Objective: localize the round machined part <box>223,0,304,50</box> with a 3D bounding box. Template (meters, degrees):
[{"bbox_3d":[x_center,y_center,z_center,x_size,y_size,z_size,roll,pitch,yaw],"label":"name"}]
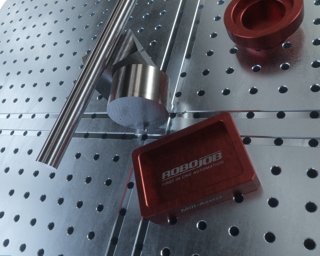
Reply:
[{"bbox_3d":[0.138,-0.143,0.413,0.098,0.042,0.098,-13,56,21],"label":"round machined part"}]

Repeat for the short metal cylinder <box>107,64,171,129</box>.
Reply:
[{"bbox_3d":[-0.026,-0.039,0.411,0.080,0.080,0.050,-9,58,23],"label":"short metal cylinder"}]

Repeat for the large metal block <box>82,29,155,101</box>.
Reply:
[{"bbox_3d":[-0.053,-0.082,0.451,0.080,0.080,0.050,-28,52,11],"label":"large metal block"}]

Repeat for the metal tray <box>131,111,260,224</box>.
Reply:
[{"bbox_3d":[0.036,0.046,0.358,0.130,0.030,0.090,-23,53,14],"label":"metal tray"}]

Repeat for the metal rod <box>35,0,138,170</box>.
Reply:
[{"bbox_3d":[-0.080,-0.089,0.401,0.025,0.025,0.300,6,65,31],"label":"metal rod"}]
